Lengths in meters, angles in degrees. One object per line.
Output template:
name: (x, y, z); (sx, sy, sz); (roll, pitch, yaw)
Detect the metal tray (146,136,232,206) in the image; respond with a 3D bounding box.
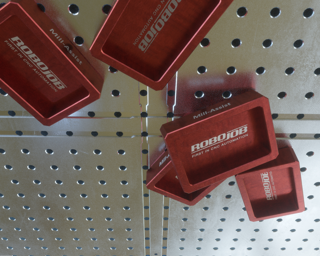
metal tray: (0.050, 0.058, 0.457); (0.090, 0.030, 0.129); (27, 125, -21)

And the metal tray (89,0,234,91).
metal tray: (-0.002, -0.109, 0.315); (0.090, 0.030, 0.129); (27, 125, -21)

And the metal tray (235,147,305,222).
metal tray: (0.173, 0.093, 0.488); (0.090, 0.030, 0.130); (-16, 129, 13)

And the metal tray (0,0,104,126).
metal tray: (-0.138, -0.069, 0.348); (0.090, 0.030, 0.130); (-26, 126, 20)

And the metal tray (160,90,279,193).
metal tray: (0.076, 0.017, 0.388); (0.131, 0.030, 0.090); (-21, 115, -3)
